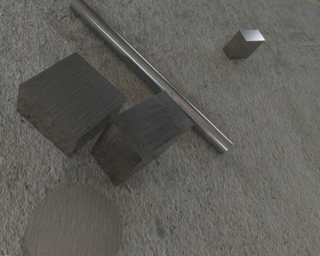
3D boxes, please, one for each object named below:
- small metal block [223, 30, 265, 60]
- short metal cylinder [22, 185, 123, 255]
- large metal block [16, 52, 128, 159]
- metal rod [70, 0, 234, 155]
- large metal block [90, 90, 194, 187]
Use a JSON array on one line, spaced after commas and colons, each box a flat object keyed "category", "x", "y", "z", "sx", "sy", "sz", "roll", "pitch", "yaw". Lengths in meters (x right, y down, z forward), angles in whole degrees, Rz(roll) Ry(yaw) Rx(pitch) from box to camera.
[{"category": "small metal block", "x": 0.152, "y": -0.151, "z": 0.561, "sx": 0.050, "sy": 0.050, "sz": 0.025, "roll": -12, "pitch": 68, "yaw": -33}, {"category": "short metal cylinder", "x": -0.081, "y": 0.099, "z": 0.284, "sx": 0.081, "sy": 0.050, "sz": 0.080, "roll": 14, "pitch": 56, "yaw": -21}, {"category": "large metal block", "x": -0.099, "y": -0.027, "z": 0.351, "sx": 0.080, "sy": 0.050, "sz": 0.080, "roll": 42, "pitch": 51, "yaw": 1}, {"category": "metal rod", "x": -0.013, "y": -0.075, "z": 0.442, "sx": 0.300, "sy": 0.025, "sz": 0.025, "roll": 44, "pitch": 51, "yaw": 2}, {"category": "large metal block", "x": -0.022, "y": 0.012, "z": 0.349, "sx": 0.081, "sy": 0.080, "sz": 0.050, "roll": -32, "pitch": 80, "yaw": -38}]
